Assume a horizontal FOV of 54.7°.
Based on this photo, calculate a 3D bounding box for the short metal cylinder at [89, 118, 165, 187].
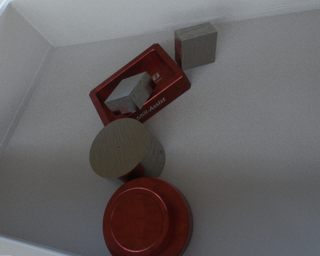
[{"bbox_3d":[-0.040,0.034,0.388,0.080,0.050,0.080,-13,56,20],"label":"short metal cylinder"}]

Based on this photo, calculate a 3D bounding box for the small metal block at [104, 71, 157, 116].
[{"bbox_3d":[-0.040,-0.046,0.420,0.050,0.025,0.050,-10,39,42],"label":"small metal block"}]

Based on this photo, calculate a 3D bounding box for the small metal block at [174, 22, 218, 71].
[{"bbox_3d":[0.048,-0.110,0.421,0.050,0.050,0.025,-17,52,-10],"label":"small metal block"}]

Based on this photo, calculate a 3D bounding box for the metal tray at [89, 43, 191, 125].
[{"bbox_3d":[-0.032,-0.055,0.451,0.130,0.030,0.090,-36,51,3],"label":"metal tray"}]

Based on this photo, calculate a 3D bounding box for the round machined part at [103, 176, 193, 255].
[{"bbox_3d":[-0.017,0.100,0.329,0.098,0.042,0.098,-6,70,17],"label":"round machined part"}]
